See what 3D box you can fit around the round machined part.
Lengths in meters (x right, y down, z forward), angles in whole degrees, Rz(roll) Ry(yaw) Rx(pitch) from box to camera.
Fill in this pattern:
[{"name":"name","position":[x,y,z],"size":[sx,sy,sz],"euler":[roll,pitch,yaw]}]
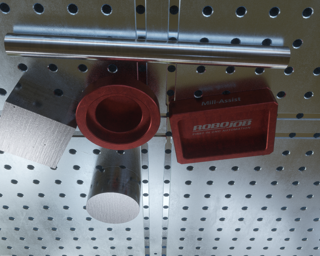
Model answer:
[{"name":"round machined part","position":[-0.050,-0.022,0.379],"size":[0.099,0.042,0.097],"euler":[-2,130,-3]}]

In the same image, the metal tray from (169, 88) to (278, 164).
[{"name":"metal tray","position":[0.082,0.001,0.409],"size":[0.131,0.030,0.090],"euler":[-7,130,6]}]

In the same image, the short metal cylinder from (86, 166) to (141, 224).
[{"name":"short metal cylinder","position":[-0.071,0.106,0.484],"size":[0.081,0.050,0.079],"euler":[0,130,0]}]

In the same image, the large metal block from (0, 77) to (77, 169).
[{"name":"large metal block","position":[-0.153,-0.004,0.390],"size":[0.080,0.050,0.080],"euler":[23,126,-19]}]

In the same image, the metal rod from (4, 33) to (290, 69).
[{"name":"metal rod","position":[-0.011,-0.084,0.339],"size":[0.302,0.025,0.025],"euler":[2,130,-2]}]
